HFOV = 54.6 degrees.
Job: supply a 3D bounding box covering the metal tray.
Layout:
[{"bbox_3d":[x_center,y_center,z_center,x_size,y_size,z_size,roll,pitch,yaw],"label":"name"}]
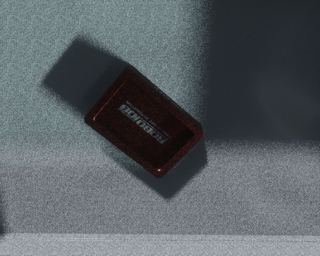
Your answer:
[{"bbox_3d":[-0.019,-0.006,0.406,0.130,0.030,0.090,40,105,-13],"label":"metal tray"}]
